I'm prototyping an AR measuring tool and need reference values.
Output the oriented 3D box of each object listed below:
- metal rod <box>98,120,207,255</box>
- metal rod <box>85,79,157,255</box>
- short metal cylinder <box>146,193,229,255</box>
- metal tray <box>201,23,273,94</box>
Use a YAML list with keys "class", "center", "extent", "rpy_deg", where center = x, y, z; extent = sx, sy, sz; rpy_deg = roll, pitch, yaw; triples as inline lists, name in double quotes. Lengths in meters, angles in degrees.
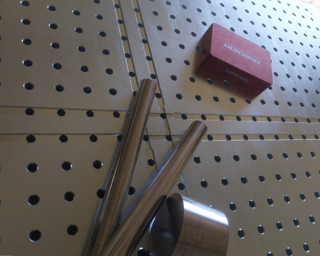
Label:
- class: "metal rod"
  center: [-0.011, 0.081, 0.332]
  extent: [0.025, 0.025, 0.301]
  rpy_deg: [41, 44, -1]
- class: "metal rod"
  center: [-0.044, 0.058, 0.349]
  extent: [0.025, 0.025, 0.300]
  rpy_deg: [24, 53, -14]
- class: "short metal cylinder"
  center: [0.026, 0.114, 0.319]
  extent: [0.050, 0.080, 0.080]
  rpy_deg: [25, 53, -14]
- class: "metal tray"
  center: [0.140, -0.126, 0.560]
  extent: [0.131, 0.030, 0.090]
  rpy_deg: [22, 54, -16]
